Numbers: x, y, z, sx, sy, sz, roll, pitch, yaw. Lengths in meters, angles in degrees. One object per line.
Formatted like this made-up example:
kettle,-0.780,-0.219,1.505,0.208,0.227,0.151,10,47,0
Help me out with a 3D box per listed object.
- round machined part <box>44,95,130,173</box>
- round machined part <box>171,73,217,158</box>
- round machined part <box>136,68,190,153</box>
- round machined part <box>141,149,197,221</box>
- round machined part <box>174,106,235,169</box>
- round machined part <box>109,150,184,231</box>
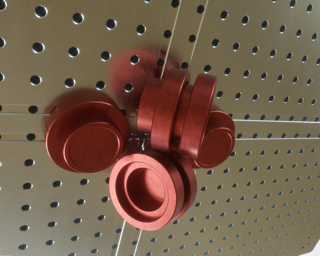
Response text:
round machined part,-0.081,0.014,0.363,0.099,0.042,0.097,-14,124,-21
round machined part,0.035,-0.017,0.363,0.042,0.098,0.097,14,118,10
round machined part,0.003,-0.023,0.366,0.042,0.098,0.097,14,118,10
round machined part,0.006,0.074,0.424,0.042,0.098,0.097,-14,131,-60
round machined part,0.069,0.020,0.449,0.099,0.042,0.097,-14,124,-21
round machined part,-0.013,0.076,0.397,0.042,0.098,0.097,-15,132,-60
